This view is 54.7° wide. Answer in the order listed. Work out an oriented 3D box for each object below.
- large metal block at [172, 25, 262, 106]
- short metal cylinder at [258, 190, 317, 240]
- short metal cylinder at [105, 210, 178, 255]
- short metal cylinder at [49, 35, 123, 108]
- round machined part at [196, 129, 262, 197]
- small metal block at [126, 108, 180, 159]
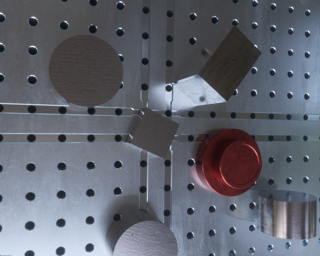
[{"bbox_3d":[0.072,-0.078,0.410,0.050,0.080,0.080,40,77,-16],"label":"large metal block"},{"bbox_3d":[0.184,0.123,0.451,0.081,0.080,0.050,0,90,-20],"label":"short metal cylinder"},{"bbox_3d":[-0.024,0.150,0.390,0.081,0.050,0.080,0,90,-20],"label":"short metal cylinder"},{"bbox_3d":[-0.089,-0.063,0.366,0.081,0.050,0.080,0,90,-20],"label":"short metal cylinder"},{"bbox_3d":[0.105,0.050,0.442,0.099,0.042,0.097,0,90,-20],"label":"round machined part"},{"bbox_3d":[-0.010,0.007,0.409,0.050,0.025,0.050,27,81,-18],"label":"small metal block"}]
